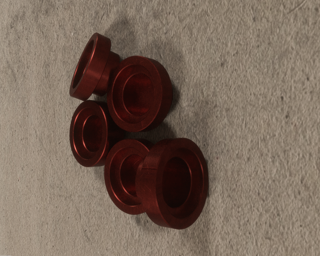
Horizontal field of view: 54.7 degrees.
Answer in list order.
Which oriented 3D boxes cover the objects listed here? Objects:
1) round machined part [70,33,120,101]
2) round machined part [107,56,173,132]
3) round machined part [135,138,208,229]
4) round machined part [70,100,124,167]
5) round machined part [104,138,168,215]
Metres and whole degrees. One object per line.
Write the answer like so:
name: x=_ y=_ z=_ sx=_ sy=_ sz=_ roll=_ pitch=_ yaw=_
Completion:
round machined part: x=-0.092 y=-0.084 z=0.450 sx=0.098 sy=0.042 sz=0.098 roll=-42 pitch=36 yaw=42
round machined part: x=-0.022 y=-0.043 z=0.410 sx=0.098 sy=0.042 sz=0.097 roll=0 pitch=90 yaw=39
round machined part: x=0.010 y=0.060 z=0.347 sx=0.042 sy=0.099 sz=0.097 roll=-5 pitch=87 yaw=40
round machined part: x=-0.091 y=0.008 z=0.463 sx=0.098 sy=0.042 sz=0.097 roll=-3 pitch=86 yaw=44
round machined part: x=-0.026 y=0.062 z=0.414 sx=0.098 sy=0.042 sz=0.097 roll=0 pitch=90 yaw=39
